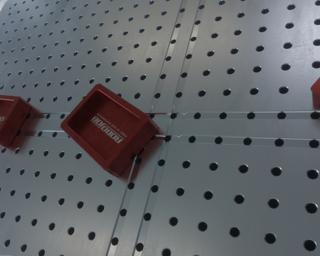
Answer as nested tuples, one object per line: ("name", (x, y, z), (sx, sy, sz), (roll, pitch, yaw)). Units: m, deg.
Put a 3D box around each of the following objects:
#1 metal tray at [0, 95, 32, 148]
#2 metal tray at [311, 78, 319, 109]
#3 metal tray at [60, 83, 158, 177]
("metal tray", (-0.312, -0.017, 0.581), (0.130, 0.030, 0.090), (7, 65, 31))
("metal tray", (0.235, -0.059, 0.317), (0.130, 0.030, 0.090), (-47, 51, -5))
("metal tray", (-0.077, -0.002, 0.447), (0.130, 0.030, 0.090), (34, 81, 38))
